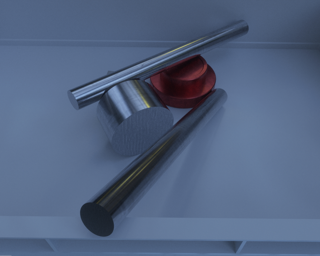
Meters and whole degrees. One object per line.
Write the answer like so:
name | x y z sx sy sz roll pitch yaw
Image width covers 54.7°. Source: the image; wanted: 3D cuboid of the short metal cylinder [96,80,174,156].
short metal cylinder | -0.031 -0.012 0.379 0.081 0.080 0.050 -22 54 -17

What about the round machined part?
round machined part | 0.034 -0.078 0.460 0.099 0.042 0.098 0 50 0

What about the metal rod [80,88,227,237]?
metal rod | 0.023 0.006 0.320 0.025 0.025 0.302 22 28 17

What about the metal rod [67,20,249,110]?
metal rod | 0.016 -0.096 0.426 0.302 0.025 0.025 -29 56 -28

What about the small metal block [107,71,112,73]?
small metal block | -0.048 -0.050 0.430 0.050 0.050 0.025 7 51 5
